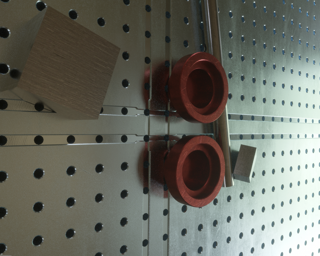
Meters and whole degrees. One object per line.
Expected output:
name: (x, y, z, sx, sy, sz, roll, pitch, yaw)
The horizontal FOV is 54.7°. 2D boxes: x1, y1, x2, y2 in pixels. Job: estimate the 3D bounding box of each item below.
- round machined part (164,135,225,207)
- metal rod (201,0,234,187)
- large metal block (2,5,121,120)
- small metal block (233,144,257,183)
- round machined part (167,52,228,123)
round machined part: (0.044, 0.058, 0.435, 0.099, 0.042, 0.097, 0, 90, -40)
metal rod: (0.090, -0.056, 0.484, 0.025, 0.025, 0.298, -11, 97, -40)
large metal block: (-0.097, -0.059, 0.311, 0.080, 0.050, 0.080, 24, 75, -38)
small metal block: (0.142, 0.060, 0.514, 0.050, 0.025, 0.050, 50, 55, -64)
round machined part: (0.050, -0.056, 0.439, 0.099, 0.042, 0.097, -1, 91, -40)
